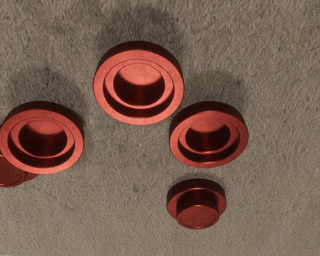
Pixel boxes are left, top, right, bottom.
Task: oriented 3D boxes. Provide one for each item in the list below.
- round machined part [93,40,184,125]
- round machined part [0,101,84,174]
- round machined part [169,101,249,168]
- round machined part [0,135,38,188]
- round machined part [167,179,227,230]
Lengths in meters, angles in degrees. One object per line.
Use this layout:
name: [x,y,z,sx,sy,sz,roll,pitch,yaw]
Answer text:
round machined part: [-0.023,-0.054,0.350,0.099,0.042,0.097,-1,130,0]
round machined part: [-0.146,0.008,0.392,0.099,0.042,0.097,-6,124,-8]
round machined part: [0.061,0.004,0.401,0.099,0.042,0.097,-1,130,0]
round machined part: [-0.216,0.046,0.432,0.099,0.042,0.097,0,130,0]
round machined part: [0.060,0.130,0.508,0.099,0.042,0.097,-1,130,0]
